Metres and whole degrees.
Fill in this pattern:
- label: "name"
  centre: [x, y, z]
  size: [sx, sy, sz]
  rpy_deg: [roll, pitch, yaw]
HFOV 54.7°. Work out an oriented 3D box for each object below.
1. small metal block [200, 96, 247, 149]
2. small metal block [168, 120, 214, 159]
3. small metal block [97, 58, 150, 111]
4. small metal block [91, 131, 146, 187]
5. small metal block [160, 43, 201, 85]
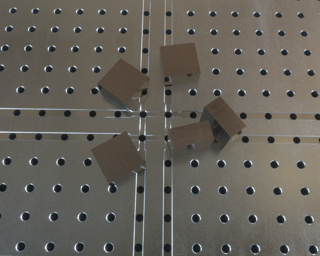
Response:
- label: "small metal block"
  centre: [0.080, -0.006, 0.402]
  size: [0.025, 0.050, 0.050]
  rpy_deg: [-34, 74, -12]
- label: "small metal block"
  centre: [0.037, 0.015, 0.393]
  size: [0.050, 0.050, 0.025]
  rpy_deg: [-13, 71, -5]
- label: "small metal block"
  centre: [-0.050, -0.061, 0.433]
  size: [0.050, 0.025, 0.050]
  rpy_deg: [35, 73, 11]
- label: "small metal block"
  centre: [-0.053, 0.040, 0.397]
  size: [0.050, 0.025, 0.050]
  rpy_deg: [-29, 73, -10]
- label: "small metal block"
  centre: [0.028, -0.092, 0.446]
  size: [0.050, 0.025, 0.050]
  rpy_deg: [-7, 70, -3]
